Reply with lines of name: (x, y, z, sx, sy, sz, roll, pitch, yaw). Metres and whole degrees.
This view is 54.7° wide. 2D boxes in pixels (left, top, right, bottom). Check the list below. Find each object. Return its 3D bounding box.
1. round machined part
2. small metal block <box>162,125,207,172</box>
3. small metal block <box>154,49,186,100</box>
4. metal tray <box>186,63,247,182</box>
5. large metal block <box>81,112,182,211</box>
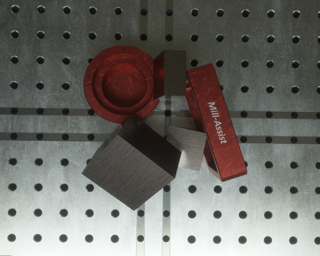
round machined part: (-0.046, -0.054, 0.404, 0.099, 0.042, 0.097, 0, 90, -1)
small metal block: (0.033, 0.026, 0.409, 0.050, 0.025, 0.050, 12, 94, 10)
small metal block: (0.010, -0.059, 0.360, 0.025, 0.050, 0.050, 0, 89, -14)
metal tray: (0.063, -0.006, 0.382, 0.030, 0.090, 0.129, -18, 90, 0)
large metal block: (-0.033, 0.042, 0.378, 0.080, 0.050, 0.080, 39, 122, -11)
